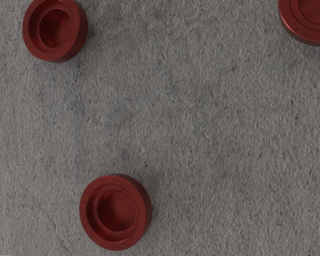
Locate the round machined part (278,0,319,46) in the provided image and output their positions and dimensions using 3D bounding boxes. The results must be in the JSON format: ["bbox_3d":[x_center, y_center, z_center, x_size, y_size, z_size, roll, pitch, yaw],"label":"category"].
[{"bbox_3d":[0.180,-0.137,0.336,0.098,0.042,0.097,0,90,20],"label":"round machined part"}]

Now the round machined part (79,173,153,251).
[{"bbox_3d":[-0.056,0.110,0.420,0.098,0.042,0.097,0,90,20],"label":"round machined part"}]

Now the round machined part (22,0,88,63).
[{"bbox_3d":[-0.147,-0.143,0.452,0.098,0.042,0.097,0,90,20],"label":"round machined part"}]
